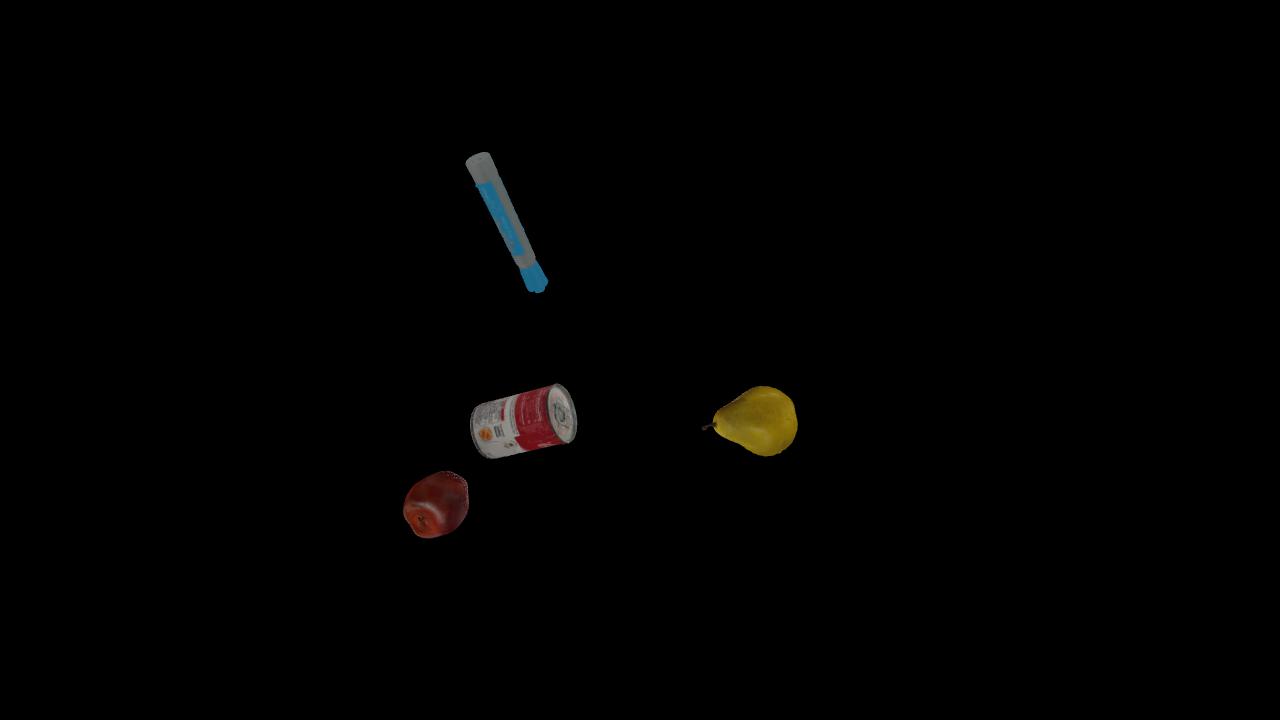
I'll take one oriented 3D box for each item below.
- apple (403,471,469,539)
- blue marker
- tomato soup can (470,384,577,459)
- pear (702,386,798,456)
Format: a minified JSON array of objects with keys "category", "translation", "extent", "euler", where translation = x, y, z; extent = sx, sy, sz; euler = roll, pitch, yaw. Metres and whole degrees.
[{"category":"apple","translation":[-0.261,0.185,0.797],"extent":[0.079,0.079,0.093],"euler":[0,18,14]},{"category":"blue marker","translation":[-0.099,-0.101,0.476],"extent":[0.020,0.121,0.020],"euler":[-11,42,10]},{"category":"tomato soup can","translation":[-0.131,0.070,0.692],"extent":[0.101,0.068,0.068],"euler":[-14,-4,17]},{"category":"pear","translation":[0.117,0.067,0.692],"extent":[0.111,0.080,0.080],"euler":[6,-1,-14]}]
